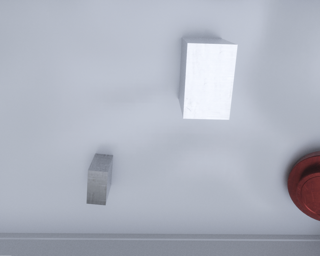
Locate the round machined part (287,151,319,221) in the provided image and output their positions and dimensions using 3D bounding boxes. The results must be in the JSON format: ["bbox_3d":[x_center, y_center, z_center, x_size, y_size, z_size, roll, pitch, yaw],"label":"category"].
[{"bbox_3d":[0.221,0.083,0.412,0.098,0.042,0.097,10,109,31],"label":"round machined part"}]

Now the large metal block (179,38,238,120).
[{"bbox_3d":[0.051,-0.061,0.360,0.050,0.080,0.079,1,110,-1],"label":"large metal block"}]

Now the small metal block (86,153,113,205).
[{"bbox_3d":[-0.081,0.069,0.422,0.025,0.050,0.050,6,110,-3],"label":"small metal block"}]
